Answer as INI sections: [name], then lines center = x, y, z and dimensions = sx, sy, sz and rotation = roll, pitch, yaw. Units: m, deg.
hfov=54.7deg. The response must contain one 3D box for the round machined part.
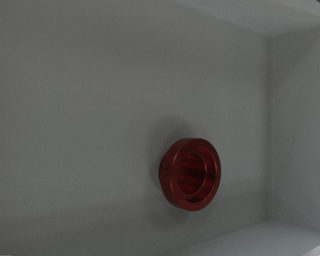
[round machined part]
center = 0.037, 0.062, 0.429
dimensions = 0.099, 0.042, 0.097
rotation = 0, 90, -40
